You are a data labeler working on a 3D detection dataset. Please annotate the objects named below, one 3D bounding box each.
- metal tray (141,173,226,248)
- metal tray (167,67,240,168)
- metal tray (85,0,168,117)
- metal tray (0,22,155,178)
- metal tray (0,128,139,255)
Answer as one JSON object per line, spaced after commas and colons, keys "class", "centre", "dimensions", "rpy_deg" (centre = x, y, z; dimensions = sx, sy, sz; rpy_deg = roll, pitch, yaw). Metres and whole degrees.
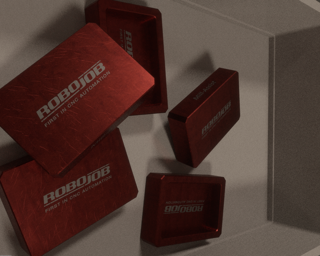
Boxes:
{"class": "metal tray", "centre": [0.037, 0.111, 0.437], "dimensions": [0.131, 0.030, 0.089], "rpy_deg": [9, 84, -40]}
{"class": "metal tray", "centre": [0.069, -0.017, 0.444], "dimensions": [0.131, 0.030, 0.090], "rpy_deg": [-42, 136, -32]}
{"class": "metal tray", "centre": [-0.037, -0.080, 0.373], "dimensions": [0.091, 0.030, 0.129], "rpy_deg": [-7, 95, -40]}
{"class": "metal tray", "centre": [-0.080, -0.028, 0.294], "dimensions": [0.090, 0.030, 0.130], "rpy_deg": [44, 71, 3]}
{"class": "metal tray", "centre": [-0.092, 0.060, 0.328], "dimensions": [0.131, 0.030, 0.089], "rpy_deg": [-25, 106, -37]}
